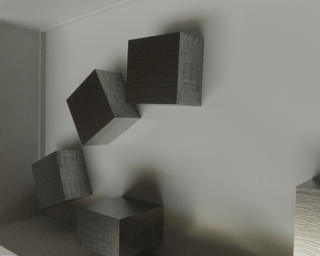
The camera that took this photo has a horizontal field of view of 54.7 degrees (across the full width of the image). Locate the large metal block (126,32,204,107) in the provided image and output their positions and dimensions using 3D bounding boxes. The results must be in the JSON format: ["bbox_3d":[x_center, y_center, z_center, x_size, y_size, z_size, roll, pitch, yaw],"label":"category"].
[{"bbox_3d":[0.005,-0.068,0.384,0.080,0.050,0.079,5,93,39],"label":"large metal block"}]

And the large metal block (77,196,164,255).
[{"bbox_3d":[-0.052,0.128,0.412,0.080,0.081,0.050,2,92,39],"label":"large metal block"}]

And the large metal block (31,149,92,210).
[{"bbox_3d":[-0.168,0.087,0.526,0.080,0.050,0.080,-26,74,36],"label":"large metal block"}]

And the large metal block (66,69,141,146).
[{"bbox_3d":[-0.085,-0.028,0.458,0.080,0.050,0.080,-37,68,33],"label":"large metal block"}]

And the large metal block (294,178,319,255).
[{"bbox_3d":[0.161,0.091,0.257,0.080,0.050,0.079,3,92,39],"label":"large metal block"}]
